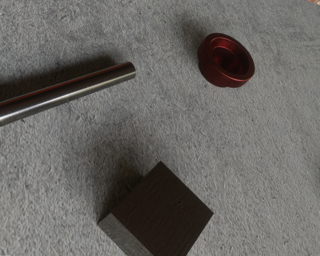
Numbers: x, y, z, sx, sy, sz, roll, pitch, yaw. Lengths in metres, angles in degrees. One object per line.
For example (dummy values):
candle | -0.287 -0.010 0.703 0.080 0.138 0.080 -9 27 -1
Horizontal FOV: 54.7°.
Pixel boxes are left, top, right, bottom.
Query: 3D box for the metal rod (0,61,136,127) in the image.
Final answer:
metal rod | -0.148 -0.024 0.338 0.302 0.025 0.025 -28 77 -37

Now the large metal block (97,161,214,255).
large metal block | -0.004 0.096 0.327 0.080 0.050 0.080 45 51 3

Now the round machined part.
round machined part | 0.104 -0.106 0.514 0.099 0.042 0.098 14 56 -21
